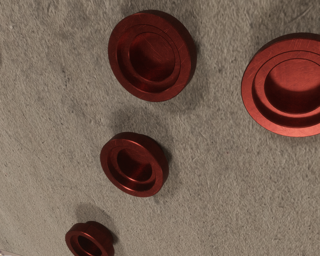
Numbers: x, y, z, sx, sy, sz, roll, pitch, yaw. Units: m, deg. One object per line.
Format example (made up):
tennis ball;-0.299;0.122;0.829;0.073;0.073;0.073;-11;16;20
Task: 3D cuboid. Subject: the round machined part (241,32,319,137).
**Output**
round machined part;0.132;-0.043;0.299;0.098;0.042;0.097;13;124;20

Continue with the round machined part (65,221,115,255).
round machined part;-0.129;0.219;0.597;0.098;0.042;0.097;13;124;20

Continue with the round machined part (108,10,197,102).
round machined part;-0.005;-0.082;0.347;0.098;0.042;0.097;13;124;20

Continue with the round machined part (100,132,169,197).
round machined part;-0.032;0.047;0.440;0.098;0.042;0.097;13;124;20
